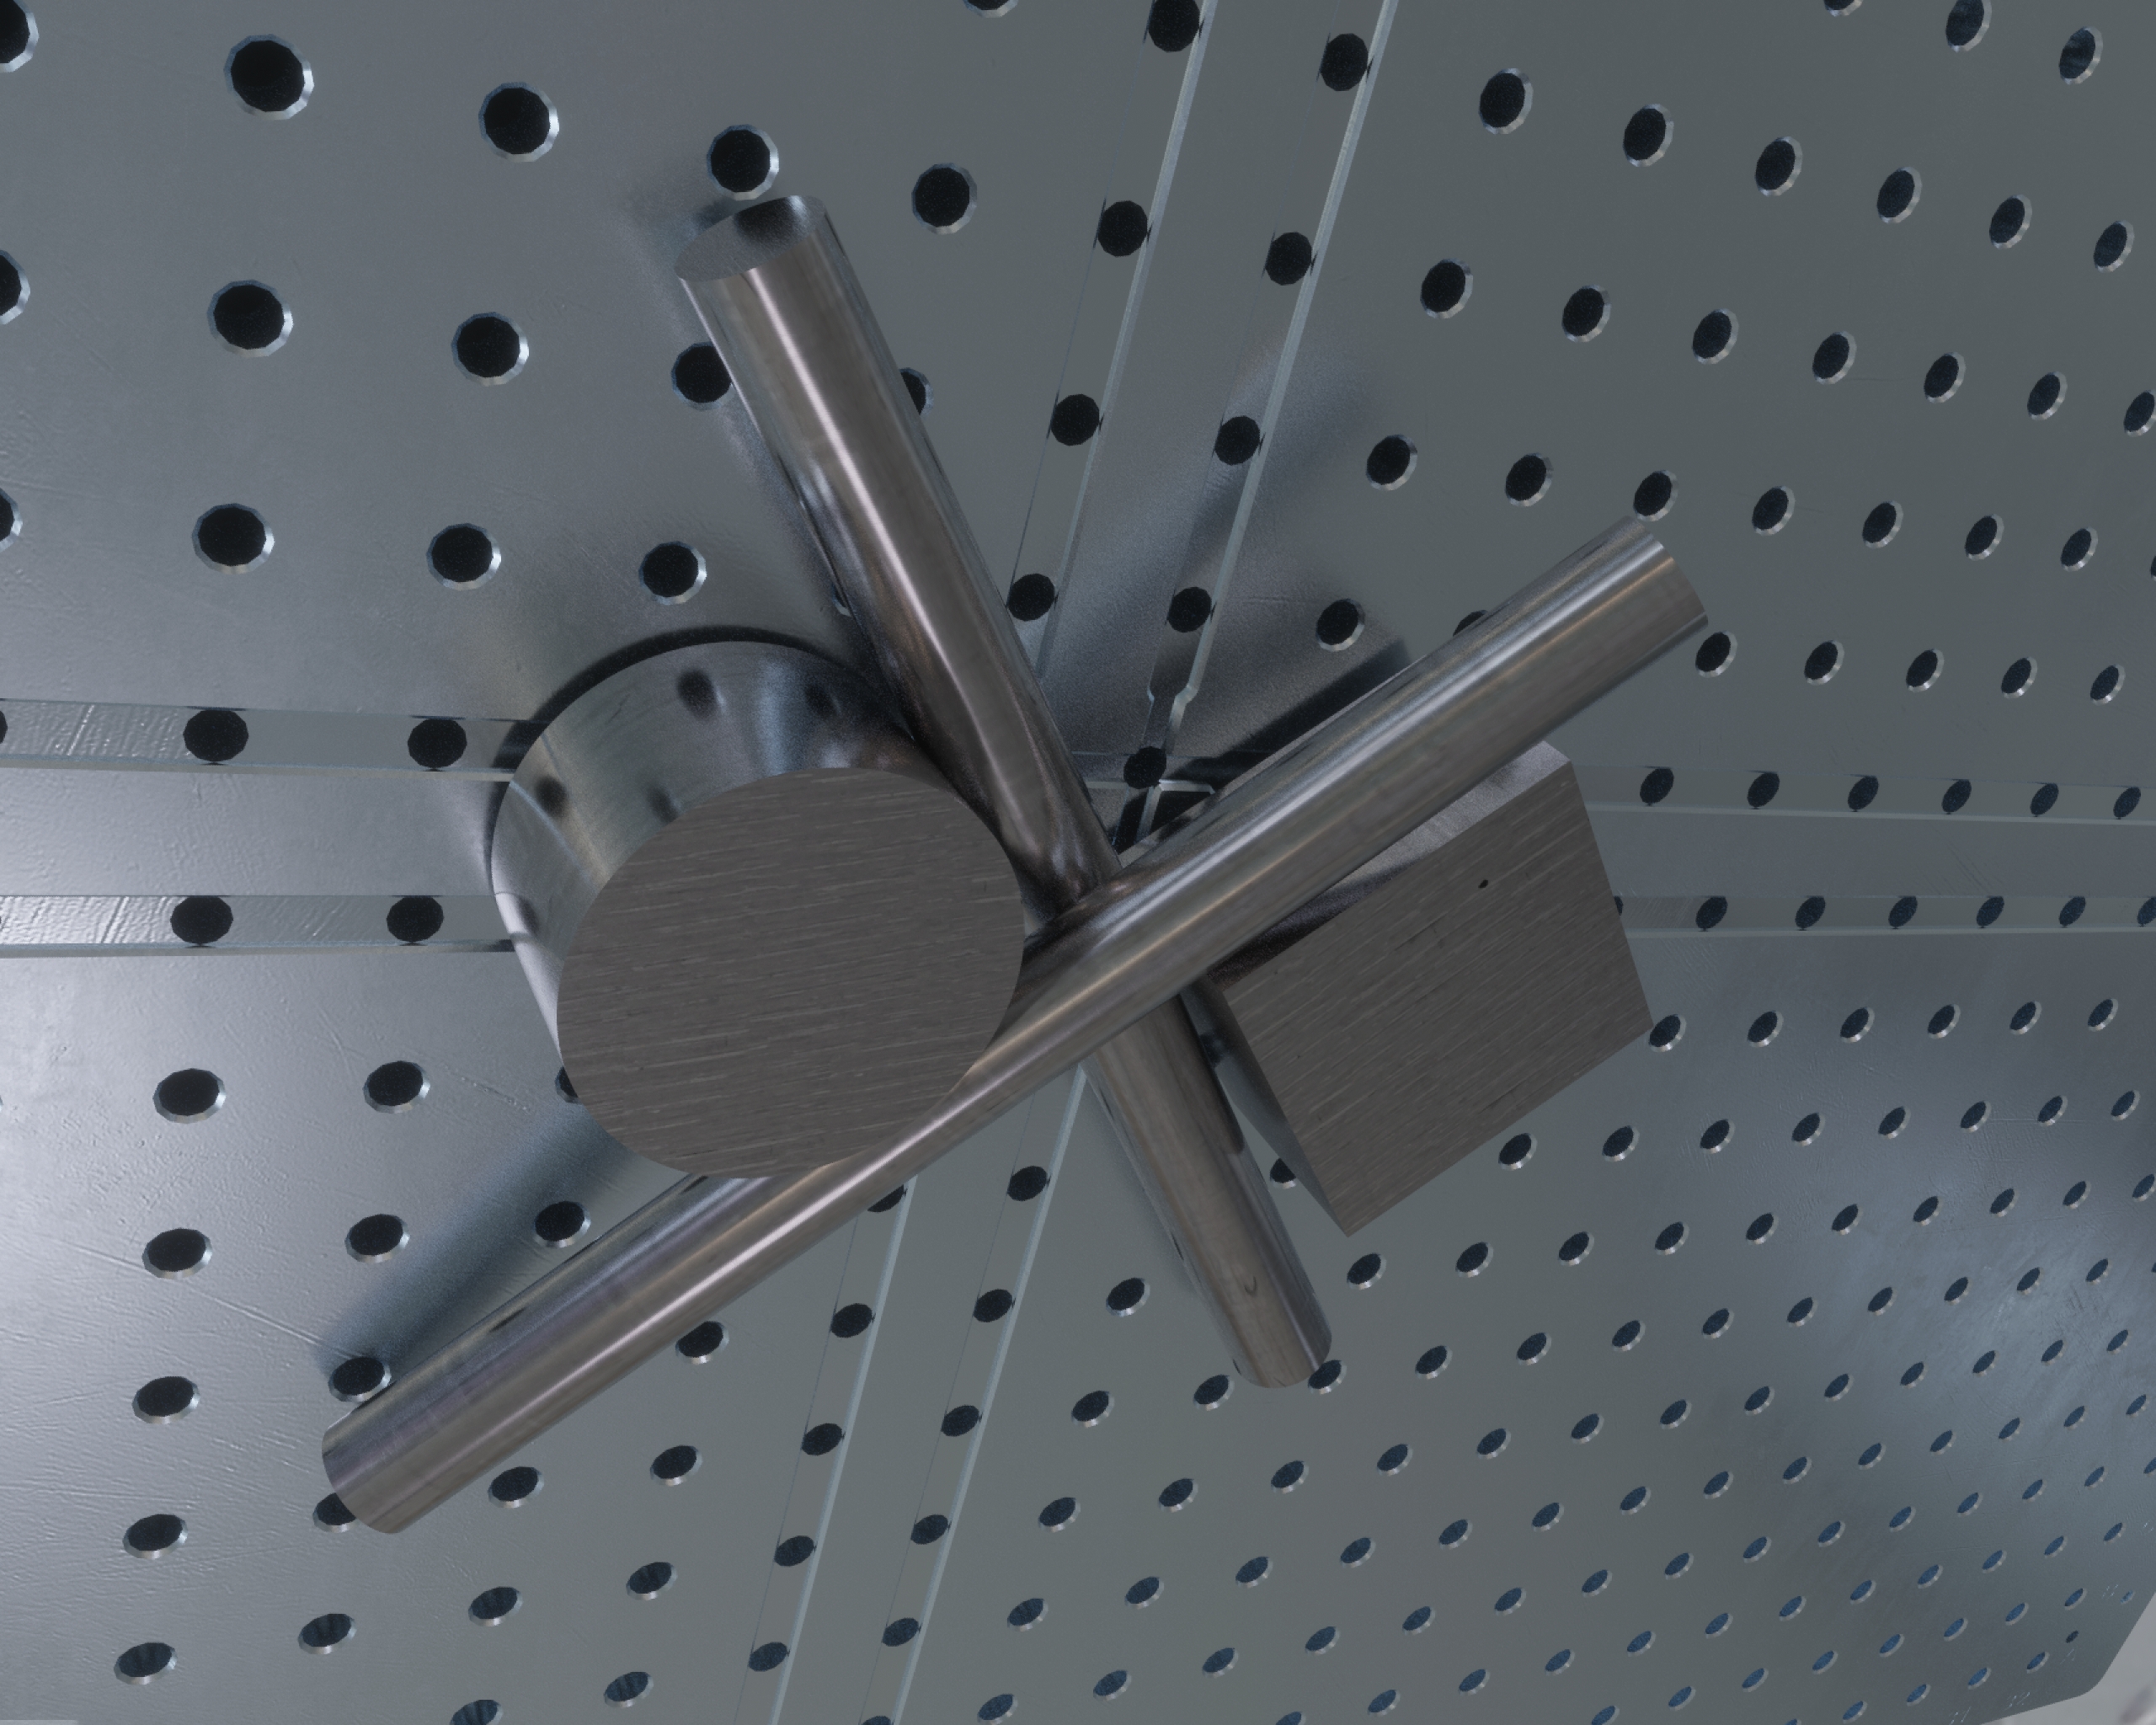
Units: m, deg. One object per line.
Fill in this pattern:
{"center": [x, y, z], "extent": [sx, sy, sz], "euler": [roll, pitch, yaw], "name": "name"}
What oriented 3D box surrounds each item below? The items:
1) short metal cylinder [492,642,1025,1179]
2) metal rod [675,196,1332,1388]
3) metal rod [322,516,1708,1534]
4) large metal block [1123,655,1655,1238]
{"center": [-0.056, 0.008, 0.365], "extent": [0.081, 0.050, 0.079], "euler": [-14, 124, -21], "name": "short metal cylinder"}
{"center": [0.000, 0.010, 0.412], "extent": [0.025, 0.025, 0.299], "euler": [-32, 129, -8], "name": "metal rod"}
{"center": [-0.016, 0.034, 0.391], "extent": [0.300, 0.025, 0.025], "euler": [-35, 130, 6], "name": "metal rod"}
{"center": [0.065, 0.018, 0.435], "extent": [0.080, 0.050, 0.080], "euler": [-33, 129, -7], "name": "large metal block"}
